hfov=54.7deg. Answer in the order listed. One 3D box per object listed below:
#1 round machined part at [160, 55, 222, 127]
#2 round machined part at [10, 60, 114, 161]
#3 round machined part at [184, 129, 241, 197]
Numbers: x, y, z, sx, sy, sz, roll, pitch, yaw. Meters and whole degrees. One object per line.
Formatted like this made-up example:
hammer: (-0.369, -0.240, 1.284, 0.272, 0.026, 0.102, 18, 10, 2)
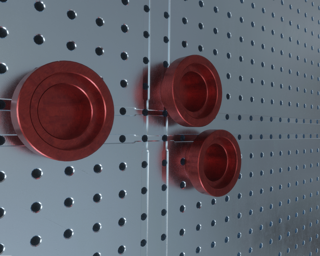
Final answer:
round machined part: (0.040, -0.050, 0.433, 0.099, 0.042, 0.097, 0, 90, -40)
round machined part: (-0.100, -0.017, 0.316, 0.099, 0.042, 0.097, 0, 90, -40)
round machined part: (0.075, 0.051, 0.464, 0.099, 0.042, 0.097, 0, 90, -40)
